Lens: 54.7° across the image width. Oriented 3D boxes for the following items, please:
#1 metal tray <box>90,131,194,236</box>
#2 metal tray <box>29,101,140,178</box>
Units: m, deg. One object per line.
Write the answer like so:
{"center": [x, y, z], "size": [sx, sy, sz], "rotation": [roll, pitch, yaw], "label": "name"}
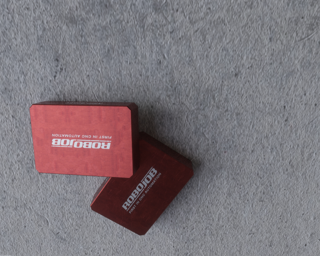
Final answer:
{"center": [-0.026, 0.081, 0.436], "size": [0.090, 0.030, 0.129], "rotation": [33, 107, -12], "label": "metal tray"}
{"center": [-0.094, 0.013, 0.392], "size": [0.131, 0.030, 0.089], "rotation": [2, 103, 10], "label": "metal tray"}
